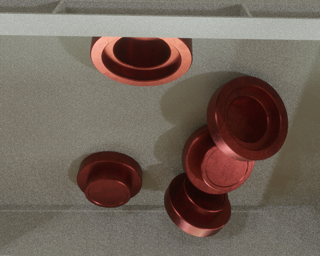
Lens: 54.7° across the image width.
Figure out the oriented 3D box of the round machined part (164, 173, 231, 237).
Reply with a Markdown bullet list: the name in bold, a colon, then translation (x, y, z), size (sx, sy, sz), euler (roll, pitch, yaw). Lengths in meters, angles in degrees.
- **round machined part**: translation (0.059, 0.102, 0.449), size (0.099, 0.098, 0.042), euler (14, 130, -12)

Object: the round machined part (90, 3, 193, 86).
- **round machined part**: translation (-0.017, -0.085, 0.309), size (0.099, 0.042, 0.098), euler (0, 157, 0)

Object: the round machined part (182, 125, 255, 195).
- **round machined part**: translation (0.082, 0.044, 0.411), size (0.099, 0.042, 0.097), euler (-3, 104, -10)

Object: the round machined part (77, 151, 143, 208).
- **round machined part**: translation (-0.076, 0.084, 0.469), size (0.099, 0.042, 0.097), euler (-1, 130, 0)

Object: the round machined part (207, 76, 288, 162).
- **round machined part**: translation (0.099, -0.009, 0.368), size (0.099, 0.098, 0.042), euler (20, 164, -16)
